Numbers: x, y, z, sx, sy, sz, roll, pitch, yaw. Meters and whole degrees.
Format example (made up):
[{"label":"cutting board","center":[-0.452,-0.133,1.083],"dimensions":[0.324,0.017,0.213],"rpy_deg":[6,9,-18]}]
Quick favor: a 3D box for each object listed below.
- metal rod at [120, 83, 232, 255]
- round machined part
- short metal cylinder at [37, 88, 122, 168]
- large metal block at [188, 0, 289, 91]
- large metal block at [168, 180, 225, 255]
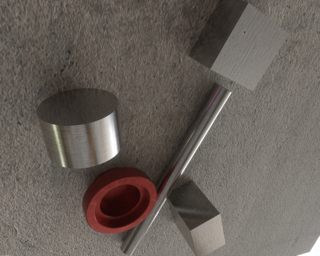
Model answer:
[{"label":"metal rod","center":[0.017,0.071,0.461],"dimensions":[0.025,0.025,0.298],"rpy_deg":[18,109,-36]},{"label":"round machined part","center":[-0.057,0.093,0.424],"dimensions":[0.099,0.042,0.097],"rpy_deg":[-14,125,-21]},{"label":"short metal cylinder","center":[-0.082,-0.002,0.326],"dimensions":[0.081,0.080,0.050],"rpy_deg":[-15,125,-21]},{"label":"large metal block","center":[0.096,-0.102,0.382],"dimensions":[0.081,0.050,0.080],"rpy_deg":[18,109,-36]},{"label":"large metal block","center":[0.056,0.145,0.494],"dimensions":[0.050,0.080,0.080],"rpy_deg":[-25,128,-13]}]
